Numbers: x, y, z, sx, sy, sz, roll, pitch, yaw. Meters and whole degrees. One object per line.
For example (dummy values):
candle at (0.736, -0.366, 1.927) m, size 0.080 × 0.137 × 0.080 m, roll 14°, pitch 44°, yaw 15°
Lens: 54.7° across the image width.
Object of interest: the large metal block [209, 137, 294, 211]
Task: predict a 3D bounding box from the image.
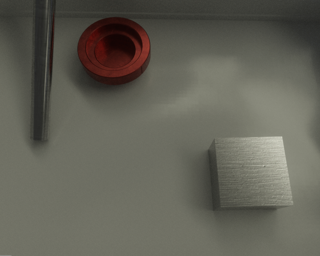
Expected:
large metal block at (0.106, 0.057, 0.377) m, size 0.081 × 0.050 × 0.080 m, roll -1°, pitch 70°, yaw -1°

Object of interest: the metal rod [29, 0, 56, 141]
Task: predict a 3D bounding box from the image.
metal rod at (-0.141, -0.132, 0.377) m, size 0.025 × 0.025 × 0.298 m, roll 7°, pitch 101°, yaw 2°

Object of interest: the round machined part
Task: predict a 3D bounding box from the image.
round machined part at (-0.062, -0.104, 0.438) m, size 0.099 × 0.042 × 0.098 m, roll 0°, pitch 70°, yaw -1°
